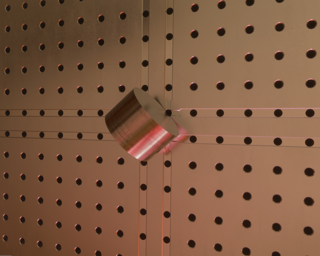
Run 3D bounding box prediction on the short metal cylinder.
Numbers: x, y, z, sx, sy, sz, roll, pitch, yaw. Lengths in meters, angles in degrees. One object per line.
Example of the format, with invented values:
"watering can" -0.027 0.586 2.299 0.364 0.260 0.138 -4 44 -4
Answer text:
"short metal cylinder" -0.022 -0.005 0.389 0.050 0.080 0.080 -42 77 15
